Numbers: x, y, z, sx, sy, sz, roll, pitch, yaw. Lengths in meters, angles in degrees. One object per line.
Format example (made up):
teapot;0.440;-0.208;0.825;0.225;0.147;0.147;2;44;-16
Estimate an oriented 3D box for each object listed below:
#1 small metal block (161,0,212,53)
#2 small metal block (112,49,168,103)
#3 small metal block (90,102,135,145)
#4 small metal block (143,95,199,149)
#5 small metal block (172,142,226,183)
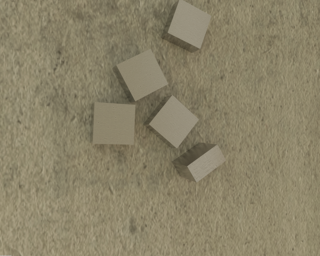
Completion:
small metal block;0.036;-0.138;0.423;0.050;0.025;0.050;21;83;-19
small metal block;-0.026;-0.067;0.400;0.050;0.025;0.050;-30;100;-18
small metal block;-0.060;-0.005;0.388;0.050;0.025;0.050;3;89;-21
small metal block;0.015;-0.008;0.416;0.050;0.025;0.050;42;77;-16
small metal block;0.051;0.045;0.416;0.050;0.050;0.025;-33;101;-17
